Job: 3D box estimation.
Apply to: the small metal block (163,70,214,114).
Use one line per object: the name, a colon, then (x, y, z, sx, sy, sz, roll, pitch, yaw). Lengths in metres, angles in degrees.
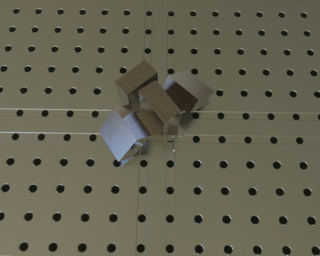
small metal block: (0.037, -0.050, 0.416, 0.050, 0.025, 0.050, 41, 35, 13)

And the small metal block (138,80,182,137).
small metal block: (-0.001, -0.023, 0.380, 0.025, 0.050, 0.050, -34, 74, -12)

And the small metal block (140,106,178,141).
small metal block: (-0.002, -0.010, 0.415, 0.050, 0.025, 0.050, 1, 70, -1)

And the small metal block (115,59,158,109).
small metal block: (-0.030, -0.057, 0.419, 0.050, 0.050, 0.025, -39, 75, -13)

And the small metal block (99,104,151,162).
small metal block: (-0.045, 0.007, 0.393, 0.025, 0.050, 0.050, -17, 66, -46)
